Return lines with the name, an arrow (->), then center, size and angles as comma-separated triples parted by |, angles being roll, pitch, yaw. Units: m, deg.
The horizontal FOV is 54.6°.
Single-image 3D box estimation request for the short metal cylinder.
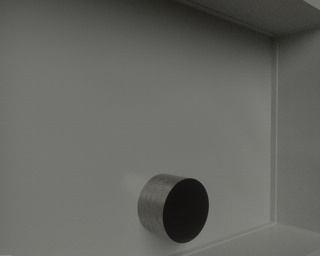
short metal cylinder -> 0.018, 0.102, 0.405 | 0.081, 0.050, 0.080 | 0, 90, -40
